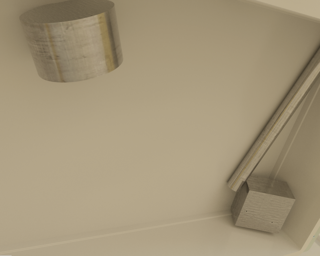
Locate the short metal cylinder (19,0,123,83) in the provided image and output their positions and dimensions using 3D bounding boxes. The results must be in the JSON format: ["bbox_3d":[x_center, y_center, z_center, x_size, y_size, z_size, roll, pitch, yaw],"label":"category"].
[{"bbox_3d":[-0.077,-0.082,0.281,0.081,0.080,0.050,-19,126,-18],"label":"short metal cylinder"}]

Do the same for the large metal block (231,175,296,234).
[{"bbox_3d":[0.182,0.136,0.558,0.080,0.050,0.079,12,116,-2],"label":"large metal block"}]

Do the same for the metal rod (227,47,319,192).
[{"bbox_3d":[0.201,-0.020,0.509,0.025,0.025,0.298,19,108,-36],"label":"metal rod"}]

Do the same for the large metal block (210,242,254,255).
[{"bbox_3d":[0.159,0.288,0.644,0.081,0.080,0.050,13,112,-34],"label":"large metal block"}]
